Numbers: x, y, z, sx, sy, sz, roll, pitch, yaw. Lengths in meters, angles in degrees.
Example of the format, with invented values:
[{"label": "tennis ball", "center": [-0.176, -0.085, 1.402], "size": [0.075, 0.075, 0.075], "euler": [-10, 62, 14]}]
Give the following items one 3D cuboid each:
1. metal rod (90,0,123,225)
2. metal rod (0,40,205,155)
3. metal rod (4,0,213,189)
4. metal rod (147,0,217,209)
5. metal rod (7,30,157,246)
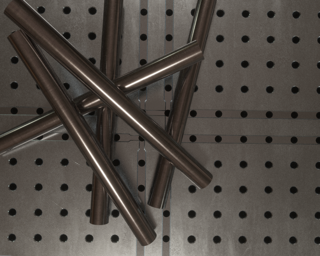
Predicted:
[{"label": "metal rod", "center": [-0.071, -0.023, 0.412], "size": [0.025, 0.025, 0.298], "euler": [4, 90, -1]}, {"label": "metal rod", "center": [-0.088, -0.032, 0.389], "size": [0.301, 0.025, 0.025], "euler": [-24, 90, 9]}, {"label": "metal rod", "center": [-0.047, -0.029, 0.362], "size": [0.300, 0.025, 0.025], "euler": [43, 90, -16]}, {"label": "metal rod", "center": [0.031, -0.041, 0.413], "size": [0.025, 0.025, 0.298], "euler": [14, 90, -1]}, {"label": "metal rod", "center": [-0.086, 0.022, 0.378], "size": [0.025, 0.025, 0.299], "euler": [-29, 104, 0]}]
